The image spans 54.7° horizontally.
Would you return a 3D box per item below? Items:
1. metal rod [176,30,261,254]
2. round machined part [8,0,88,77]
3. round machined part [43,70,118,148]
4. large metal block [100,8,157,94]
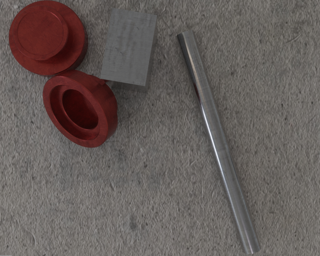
[{"bbox_3d":[0.077,0.018,0.410,0.025,0.025,0.298,-17,90,0],"label":"metal rod"},{"bbox_3d":[-0.147,-0.117,0.400,0.099,0.042,0.097,0,90,0],"label":"round machined part"},{"bbox_3d":[-0.092,-0.027,0.384,0.098,0.042,0.097,17,130,23],"label":"round machined part"},{"bbox_3d":[-0.035,-0.090,0.382,0.050,0.080,0.080,10,90,0],"label":"large metal block"}]
